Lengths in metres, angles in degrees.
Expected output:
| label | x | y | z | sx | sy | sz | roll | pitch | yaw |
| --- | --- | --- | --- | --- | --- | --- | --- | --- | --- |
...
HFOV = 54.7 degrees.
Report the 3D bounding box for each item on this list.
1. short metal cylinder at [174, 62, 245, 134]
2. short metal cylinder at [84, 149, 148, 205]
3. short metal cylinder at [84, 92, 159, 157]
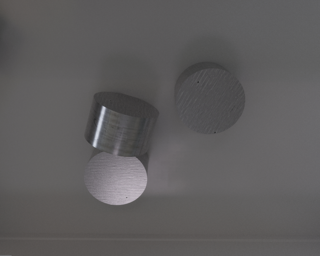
| label | x | y | z | sx | sy | sz | roll | pitch | yaw |
| --- | --- | --- | --- | --- | --- | --- | --- | --- | --- |
| short metal cylinder | 0.059 | -0.038 | 0.384 | 0.081 | 0.050 | 0.079 | 0 | 110 | 0 |
| short metal cylinder | -0.057 | 0.056 | 0.418 | 0.081 | 0.050 | 0.079 | 0 | 110 | 0 |
| short metal cylinder | -0.047 | -0.006 | 0.379 | 0.080 | 0.080 | 0.050 | 16 | 109 | -6 |
